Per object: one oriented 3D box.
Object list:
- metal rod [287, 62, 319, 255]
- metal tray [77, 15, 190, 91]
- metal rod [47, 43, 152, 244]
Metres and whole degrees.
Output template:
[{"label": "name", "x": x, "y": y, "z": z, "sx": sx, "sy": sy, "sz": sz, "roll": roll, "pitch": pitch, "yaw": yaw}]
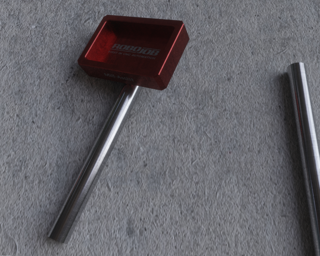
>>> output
[{"label": "metal rod", "x": 0.192, "y": 0.054, "z": 0.390, "sx": 0.025, "sy": 0.025, "sz": 0.299, "roll": 1, "pitch": 70, "yaw": 0}, {"label": "metal tray", "x": -0.037, "y": -0.106, "z": 0.420, "sx": 0.130, "sy": 0.030, "sz": 0.090, "roll": 15, "pitch": 70, "yaw": 27}, {"label": "metal rod", "x": -0.062, "y": 0.000, "z": 0.407, "sx": 0.025, "sy": 0.025, "sz": 0.300, "roll": 21, "pitch": 71, "yaw": 7}]
